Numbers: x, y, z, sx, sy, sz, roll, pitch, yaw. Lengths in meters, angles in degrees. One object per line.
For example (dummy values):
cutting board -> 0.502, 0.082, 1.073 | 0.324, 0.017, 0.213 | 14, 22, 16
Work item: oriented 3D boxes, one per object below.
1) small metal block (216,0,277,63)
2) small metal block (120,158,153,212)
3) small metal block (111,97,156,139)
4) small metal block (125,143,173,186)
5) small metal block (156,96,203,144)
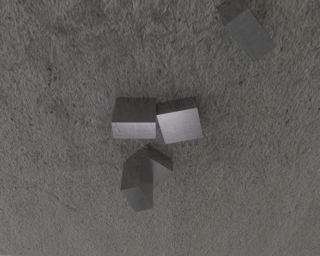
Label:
small metal block -> 0.084, -0.100, 0.306 | 0.025, 0.050, 0.050 | -35, 122, 26
small metal block -> -0.030, 0.078, 0.424 | 0.025, 0.050, 0.050 | -15, 129, 12
small metal block -> -0.030, -0.013, 0.379 | 0.050, 0.050, 0.025 | 0, 130, 0
small metal block -> -0.017, 0.057, 0.455 | 0.050, 0.025, 0.050 | 34, 122, -26
small metal block -> 0.026, -0.010, 0.399 | 0.050, 0.025, 0.050 | -10, 130, 8
